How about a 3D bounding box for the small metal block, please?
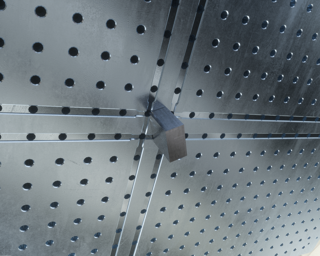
[{"bbox_3d":[0.010,0.008,0.405,0.025,0.050,0.050,-21,127,-16],"label":"small metal block"}]
